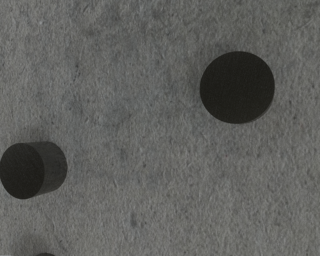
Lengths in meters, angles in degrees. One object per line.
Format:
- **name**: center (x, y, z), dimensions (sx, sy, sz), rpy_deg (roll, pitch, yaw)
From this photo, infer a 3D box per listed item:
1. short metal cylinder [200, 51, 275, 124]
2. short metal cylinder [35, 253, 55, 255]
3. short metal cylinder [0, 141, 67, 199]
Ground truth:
- **short metal cylinder**: center (0.092, -0.045, 0.363), dimensions (0.080, 0.050, 0.079), rpy_deg (0, 90, 19)
- **short metal cylinder**: center (-0.183, 0.235, 0.458), dimensions (0.080, 0.050, 0.079), rpy_deg (0, 90, 19)
- **short metal cylinder**: center (-0.187, 0.061, 0.460), dimensions (0.080, 0.050, 0.079), rpy_deg (0, 90, 19)
